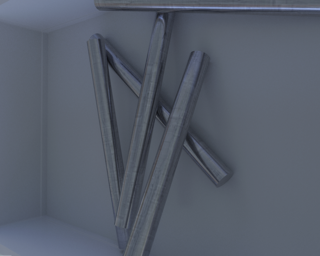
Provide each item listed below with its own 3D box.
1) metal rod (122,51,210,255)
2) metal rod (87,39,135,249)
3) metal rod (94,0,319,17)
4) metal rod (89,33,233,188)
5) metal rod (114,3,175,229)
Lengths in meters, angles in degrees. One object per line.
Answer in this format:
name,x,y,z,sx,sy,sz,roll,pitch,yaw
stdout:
metal rod,0.002,0.051,0.327,0.025,0.025,0.299,4,68,40
metal rod,-0.070,0.022,0.446,0.025,0.025,0.298,-9,90,40
metal rod,0.045,-0.140,0.342,0.300,0.025,0.025,14,99,30
metal rod,-0.014,-0.040,0.418,0.300,0.025,0.025,48,119,29
metal rod,-0.015,-0.029,0.386,0.025,0.025,0.298,7,84,40
